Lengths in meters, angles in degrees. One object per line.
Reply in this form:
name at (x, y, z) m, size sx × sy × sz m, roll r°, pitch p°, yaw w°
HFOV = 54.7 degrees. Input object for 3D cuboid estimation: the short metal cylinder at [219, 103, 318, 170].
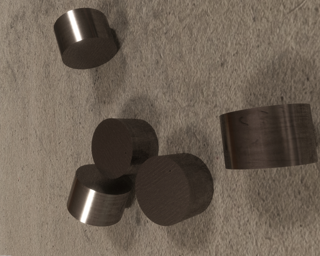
short metal cylinder at (0.099, 0.009, 0.287) m, size 0.080 × 0.081 × 0.050 m, roll -9°, pitch 84°, yaw 39°

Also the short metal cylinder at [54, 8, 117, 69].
short metal cylinder at (-0.110, -0.129, 0.457) m, size 0.080 × 0.081 × 0.050 m, roll -31°, pitch 71°, yaw 35°

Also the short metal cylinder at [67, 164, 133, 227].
short metal cylinder at (-0.085, 0.093, 0.437) m, size 0.080 × 0.081 × 0.050 m, roll 31°, pitch 109°, yaw 35°

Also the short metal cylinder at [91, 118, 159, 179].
short metal cylinder at (-0.049, 0.027, 0.427) m, size 0.080 × 0.050 × 0.079 m, roll 0°, pitch 90°, yaw 39°

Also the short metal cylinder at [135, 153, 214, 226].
short metal cylinder at (0.017, 0.072, 0.373) m, size 0.080 × 0.050 × 0.079 m, roll 0°, pitch 90°, yaw 39°
